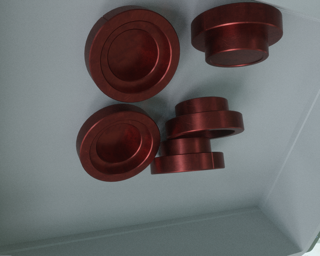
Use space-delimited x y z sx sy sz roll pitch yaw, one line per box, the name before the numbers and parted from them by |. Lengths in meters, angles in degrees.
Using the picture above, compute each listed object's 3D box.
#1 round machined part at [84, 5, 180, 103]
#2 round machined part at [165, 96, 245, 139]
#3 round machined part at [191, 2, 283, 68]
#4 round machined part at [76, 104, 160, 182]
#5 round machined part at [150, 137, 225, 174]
round machined part | -0.032 -0.080 0.331 0.099 0.042 0.097 -14 124 -21
round machined part | 0.055 -0.011 0.398 0.099 0.098 0.042 0 78 -29
round machined part | 0.084 -0.096 0.344 0.099 0.098 0.042 2 85 -29
round machined part | -0.052 0.014 0.378 0.099 0.042 0.097 -14 124 -21
round machined part | 0.035 0.037 0.416 0.099 0.098 0.042 0 80 -29
